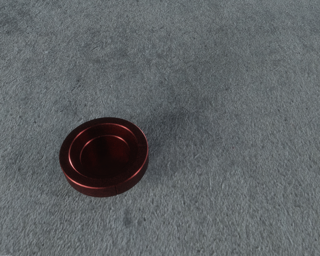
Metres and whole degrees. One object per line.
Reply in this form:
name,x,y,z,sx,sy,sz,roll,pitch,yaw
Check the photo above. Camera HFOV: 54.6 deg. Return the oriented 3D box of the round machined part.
round machined part,-0.062,0.037,0.361,0.099,0.042,0.098,0,50,0
